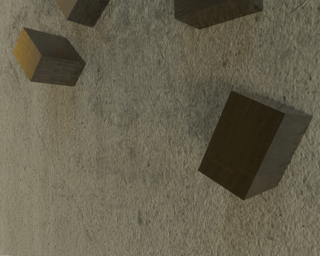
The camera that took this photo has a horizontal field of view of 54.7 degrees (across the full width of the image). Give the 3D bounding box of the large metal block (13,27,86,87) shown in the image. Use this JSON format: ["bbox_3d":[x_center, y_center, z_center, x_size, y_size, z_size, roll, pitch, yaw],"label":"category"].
[{"bbox_3d":[-0.187,-0.118,0.524,0.080,0.081,0.050,51,120,28],"label":"large metal block"}]

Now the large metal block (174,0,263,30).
[{"bbox_3d":[0.062,-0.163,0.338,0.080,0.050,0.080,-4,87,40],"label":"large metal block"}]

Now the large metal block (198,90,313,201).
[{"bbox_3d":[0.092,0.014,0.293,0.050,0.081,0.079,32,110,35],"label":"large metal block"}]

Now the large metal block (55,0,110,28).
[{"bbox_3d":[-0.123,-0.222,0.491,0.080,0.050,0.080,-47,62,29],"label":"large metal block"}]
